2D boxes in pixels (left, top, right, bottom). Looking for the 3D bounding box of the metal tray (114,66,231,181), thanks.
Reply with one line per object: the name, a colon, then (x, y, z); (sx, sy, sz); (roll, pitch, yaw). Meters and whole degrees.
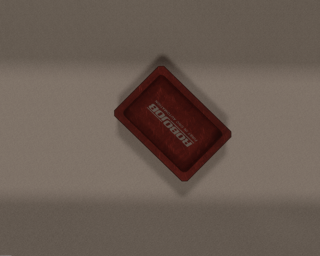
metal tray: (0.016, -0.006, 0.409); (0.130, 0.030, 0.090); (44, 90, -1)
